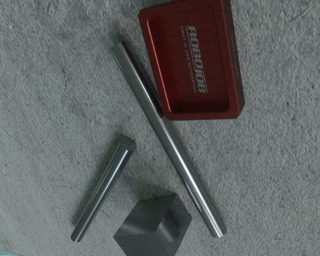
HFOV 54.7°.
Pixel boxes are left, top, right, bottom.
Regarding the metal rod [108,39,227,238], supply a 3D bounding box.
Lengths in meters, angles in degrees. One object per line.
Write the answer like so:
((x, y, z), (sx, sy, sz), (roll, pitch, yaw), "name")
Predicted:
((0.018, 0.026, 0.411), (0.025, 0.025, 0.299), (-17, 110, 34), "metal rod")

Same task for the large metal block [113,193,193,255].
((-0.009, 0.150, 0.467), (0.080, 0.080, 0.050), (-19, 108, 35), "large metal block")

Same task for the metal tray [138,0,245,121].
((0.037, -0.072, 0.338), (0.090, 0.030, 0.129), (-1, 118, 28), "metal tray")

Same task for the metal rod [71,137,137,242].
((-0.107, 0.122, 0.536), (0.025, 0.025, 0.298), (35, 129, 4), "metal rod")
